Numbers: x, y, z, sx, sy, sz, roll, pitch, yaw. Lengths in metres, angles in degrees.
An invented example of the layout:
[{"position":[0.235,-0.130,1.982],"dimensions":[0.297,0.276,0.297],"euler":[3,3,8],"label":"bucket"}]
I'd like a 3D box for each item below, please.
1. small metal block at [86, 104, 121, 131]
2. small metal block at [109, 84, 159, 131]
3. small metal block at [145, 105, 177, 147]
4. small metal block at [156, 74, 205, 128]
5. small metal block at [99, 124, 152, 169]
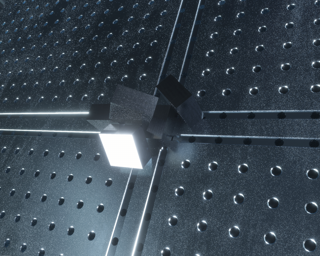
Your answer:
[{"position":[-0.065,-0.010,0.433],"dimensions":[0.050,0.050,0.025],"euler":[1,63,30],"label":"small metal block"},{"position":[-0.033,-0.024,0.380],"dimensions":[0.050,0.050,0.025],"euler":[18,67,-4],"label":"small metal block"},{"position":[-0.009,-0.003,0.416],"dimensions":[0.050,0.025,0.050],"euler":[2,63,28],"label":"small metal block"},{"position":[0.027,-0.034,0.400],"dimensions":[0.025,0.050,0.050],"euler":[-40,51,1],"label":"small metal block"},{"position":[-0.044,0.023,0.399],"dimensions":[0.050,0.050,0.025],"euler":[1,31,29],"label":"small metal block"}]
